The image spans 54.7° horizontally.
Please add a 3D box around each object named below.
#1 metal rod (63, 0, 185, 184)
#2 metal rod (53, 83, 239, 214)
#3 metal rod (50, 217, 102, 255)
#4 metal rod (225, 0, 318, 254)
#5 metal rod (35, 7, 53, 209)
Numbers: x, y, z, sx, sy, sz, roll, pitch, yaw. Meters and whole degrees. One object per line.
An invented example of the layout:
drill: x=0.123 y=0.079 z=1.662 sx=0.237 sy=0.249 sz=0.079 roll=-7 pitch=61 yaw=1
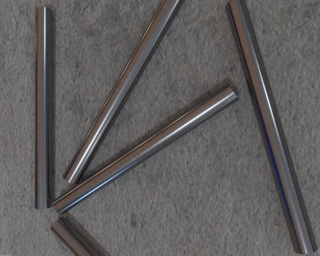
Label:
metal rod: x=-0.053 y=-0.051 z=0.426 sx=0.025 sy=0.025 sz=0.299 roll=35 pitch=101 yaw=16
metal rod: x=-0.030 y=0.036 z=0.418 sx=0.300 sy=0.025 sz=0.025 roll=-34 pitch=79 yaw=16
metal rod: x=-0.041 y=0.234 z=0.422 sx=0.300 sy=0.025 sz=0.025 roll=39 pitch=102 yaw=15
metal rod: x=0.128 y=-0.006 z=0.363 sx=0.025 sy=0.025 sz=0.298 roll=-16 pitch=85 yaw=19
metal rod: x=-0.176 y=-0.029 z=0.469 sx=0.025 sy=0.025 sz=0.298 roll=0 pitch=90 yaw=19
